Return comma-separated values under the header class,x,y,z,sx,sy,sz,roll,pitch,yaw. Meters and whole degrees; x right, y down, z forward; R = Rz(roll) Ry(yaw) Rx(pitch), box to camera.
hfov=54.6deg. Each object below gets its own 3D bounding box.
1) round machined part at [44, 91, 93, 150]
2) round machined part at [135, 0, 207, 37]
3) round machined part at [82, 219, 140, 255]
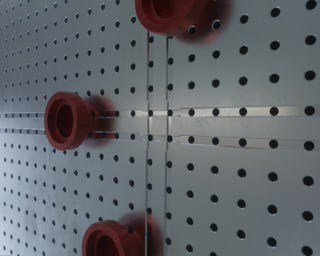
class,x,y,z,sx,sy,sz,roll,pitch,yaw
round machined part,-0.151,-0.012,0.525,0.098,0.042,0.097,0,90,40
round machined part,0.018,-0.162,0.384,0.098,0.042,0.097,0,90,40
round machined part,-0.068,0.184,0.456,0.098,0.042,0.097,0,90,40
